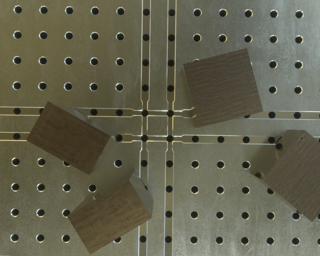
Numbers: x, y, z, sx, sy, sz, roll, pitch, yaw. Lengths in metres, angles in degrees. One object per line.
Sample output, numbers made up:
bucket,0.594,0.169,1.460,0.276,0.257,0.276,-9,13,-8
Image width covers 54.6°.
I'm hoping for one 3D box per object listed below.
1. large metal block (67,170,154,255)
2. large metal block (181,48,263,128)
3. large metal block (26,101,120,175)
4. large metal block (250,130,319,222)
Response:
large metal block,-0.056,0.099,0.386,0.080,0.080,0.050,-31,90,0
large metal block,0.077,-0.049,0.401,0.080,0.050,0.080,-14,90,0
large metal block,-0.102,0.011,0.385,0.080,0.080,0.050,29,90,0
large metal block,0.181,0.058,0.402,0.080,0.050,0.080,41,90,0
